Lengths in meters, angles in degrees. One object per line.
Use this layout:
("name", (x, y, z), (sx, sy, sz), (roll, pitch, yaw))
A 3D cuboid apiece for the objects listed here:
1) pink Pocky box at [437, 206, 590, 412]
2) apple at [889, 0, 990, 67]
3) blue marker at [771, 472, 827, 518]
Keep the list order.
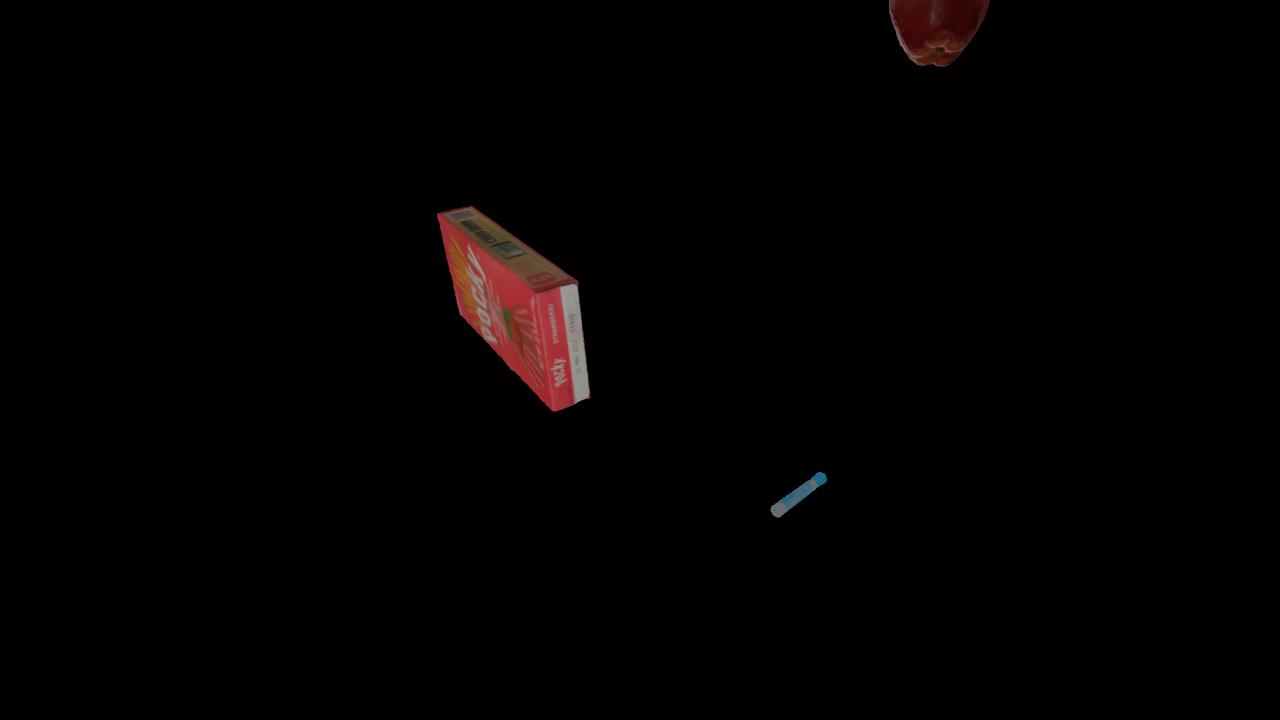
("pink Pocky box", (-0.086, -0.039, 0.404), (0.029, 0.084, 0.155), (-23, 40, -27))
("apple", (0.248, -0.295, 0.509), (0.079, 0.093, 0.079), (9, -9, 2))
("blue marker", (0.241, 0.200, 0.924), (0.121, 0.020, 0.020), (-24, 14, -35))
